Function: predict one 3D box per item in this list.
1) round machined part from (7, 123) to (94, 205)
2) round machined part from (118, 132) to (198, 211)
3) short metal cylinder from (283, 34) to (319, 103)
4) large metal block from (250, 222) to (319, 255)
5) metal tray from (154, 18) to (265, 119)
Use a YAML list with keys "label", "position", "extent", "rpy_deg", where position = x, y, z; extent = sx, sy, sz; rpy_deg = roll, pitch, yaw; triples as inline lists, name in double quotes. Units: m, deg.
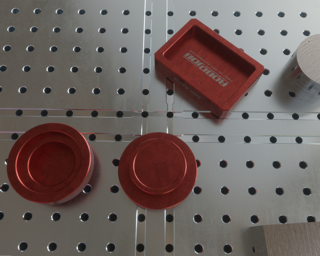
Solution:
- label: "round machined part"
  position: [-0.131, 0.046, 0.385]
  extent: [0.099, 0.042, 0.098]
  rpy_deg: [0, 70, 0]
- label: "round machined part"
  position: [-0.003, 0.051, 0.384]
  extent: [0.099, 0.042, 0.098]
  rpy_deg: [0, 70, 0]
- label: "short metal cylinder"
  position: [0.220, -0.082, 0.430]
  extent: [0.081, 0.050, 0.080]
  rpy_deg: [0, 70, 0]
- label: "large metal block"
  position: [0.154, 0.148, 0.345]
  extent: [0.081, 0.050, 0.080]
  rpy_deg: [-3, 70, -1]
- label: "metal tray"
  position: [0.068, -0.087, 0.440]
  extent: [0.130, 0.030, 0.090]
  rpy_deg: [40, 75, 13]
